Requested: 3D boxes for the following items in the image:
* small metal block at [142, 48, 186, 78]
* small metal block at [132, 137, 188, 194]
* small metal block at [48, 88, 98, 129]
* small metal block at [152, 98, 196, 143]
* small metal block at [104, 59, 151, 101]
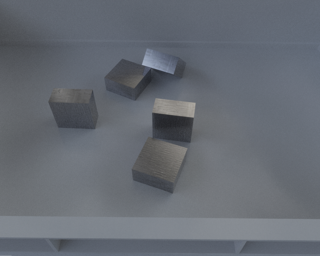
[{"bbox_3d":[0.008,-0.097,0.468,0.050,0.025,0.050,20,8,15],"label":"small metal block"},{"bbox_3d":[0.000,0.043,0.369,0.050,0.025,0.050,16,52,13],"label":"small metal block"},{"bbox_3d":[-0.112,-0.025,0.408,0.050,0.050,0.025,2,50,1],"label":"small metal block"},{"bbox_3d":[0.017,-0.009,0.397,0.050,0.050,0.025,7,51,5],"label":"small metal block"},{"bbox_3d":[-0.047,-0.073,0.466,0.050,0.025,0.050,22,53,17],"label":"small metal block"}]
